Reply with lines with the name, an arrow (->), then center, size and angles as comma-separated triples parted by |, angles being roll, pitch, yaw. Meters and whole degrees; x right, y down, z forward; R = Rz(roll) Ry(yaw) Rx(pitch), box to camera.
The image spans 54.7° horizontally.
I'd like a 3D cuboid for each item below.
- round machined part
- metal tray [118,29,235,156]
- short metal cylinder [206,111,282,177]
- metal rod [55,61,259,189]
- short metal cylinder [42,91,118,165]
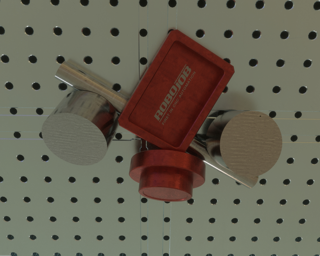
round machined part -> 0.009, 0.066, 0.400 | 0.099, 0.042, 0.098 | 5, 153, 3
metal tray -> 0.019, -0.040, 0.380 | 0.090, 0.030, 0.130 | 30, 94, -11
short metal cylinder -> 0.105, 0.018, 0.395 | 0.081, 0.050, 0.079 | -1, 93, -11
metal rod -> 0.004, 0.001, 0.414 | 0.301, 0.025, 0.025 | 30, 107, -11
short metal cylinder -> -0.097, 0.000, 0.387 | 0.080, 0.050, 0.079 | 6, 127, 8
